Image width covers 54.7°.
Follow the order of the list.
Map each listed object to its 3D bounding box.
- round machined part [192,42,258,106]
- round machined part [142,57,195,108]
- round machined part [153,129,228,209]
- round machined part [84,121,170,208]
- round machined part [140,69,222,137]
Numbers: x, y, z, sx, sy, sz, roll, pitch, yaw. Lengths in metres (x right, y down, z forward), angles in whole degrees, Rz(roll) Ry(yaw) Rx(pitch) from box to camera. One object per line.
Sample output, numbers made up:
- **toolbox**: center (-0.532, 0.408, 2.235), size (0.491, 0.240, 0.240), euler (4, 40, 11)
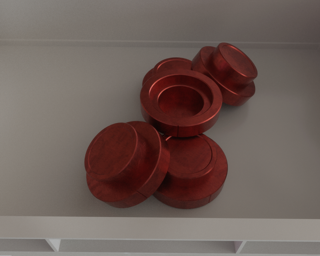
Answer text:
- **round machined part**: center (0.097, -0.081, 0.434), size (0.099, 0.042, 0.098), euler (22, 43, -22)
- **round machined part**: center (0.024, -0.065, 0.446), size (0.099, 0.042, 0.098), euler (0, 50, 0)
- **round machined part**: center (0.030, 0.040, 0.359), size (0.099, 0.042, 0.098), euler (0, 50, 0)
- **round machined part**: center (-0.042, 0.033, 0.336), size (0.098, 0.042, 0.098), euler (-18, 50, 23)
- **round machined part**: center (0.025, -0.026, 0.386), size (0.099, 0.042, 0.098), euler (0, 50, 0)
